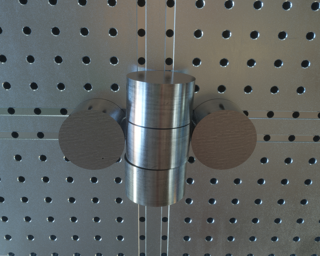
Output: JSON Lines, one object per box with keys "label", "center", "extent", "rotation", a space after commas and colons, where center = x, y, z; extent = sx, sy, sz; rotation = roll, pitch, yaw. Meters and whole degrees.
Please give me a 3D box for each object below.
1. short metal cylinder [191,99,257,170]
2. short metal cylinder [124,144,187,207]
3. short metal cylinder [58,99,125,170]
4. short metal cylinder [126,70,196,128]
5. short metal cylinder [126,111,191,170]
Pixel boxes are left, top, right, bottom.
{"label": "short metal cylinder", "center": [0.079, 0.007, 0.403], "extent": [0.081, 0.050, 0.079], "rotation": [0, 110, -1]}
{"label": "short metal cylinder", "center": [-0.006, 0.059, 0.405], "extent": [0.081, 0.080, 0.050], "rotation": [1, 110, -1]}
{"label": "short metal cylinder", "center": [-0.083, 0.007, 0.401], "extent": [0.081, 0.050, 0.079], "rotation": [0, 110, -1]}
{"label": "short metal cylinder", "center": [0.000, -0.037, 0.370], "extent": [0.081, 0.080, 0.050], "rotation": [2, 110, -1]}
{"label": "short metal cylinder", "center": [-0.002, 0.011, 0.388], "extent": [0.081, 0.080, 0.050], "rotation": [2, 110, -1]}
